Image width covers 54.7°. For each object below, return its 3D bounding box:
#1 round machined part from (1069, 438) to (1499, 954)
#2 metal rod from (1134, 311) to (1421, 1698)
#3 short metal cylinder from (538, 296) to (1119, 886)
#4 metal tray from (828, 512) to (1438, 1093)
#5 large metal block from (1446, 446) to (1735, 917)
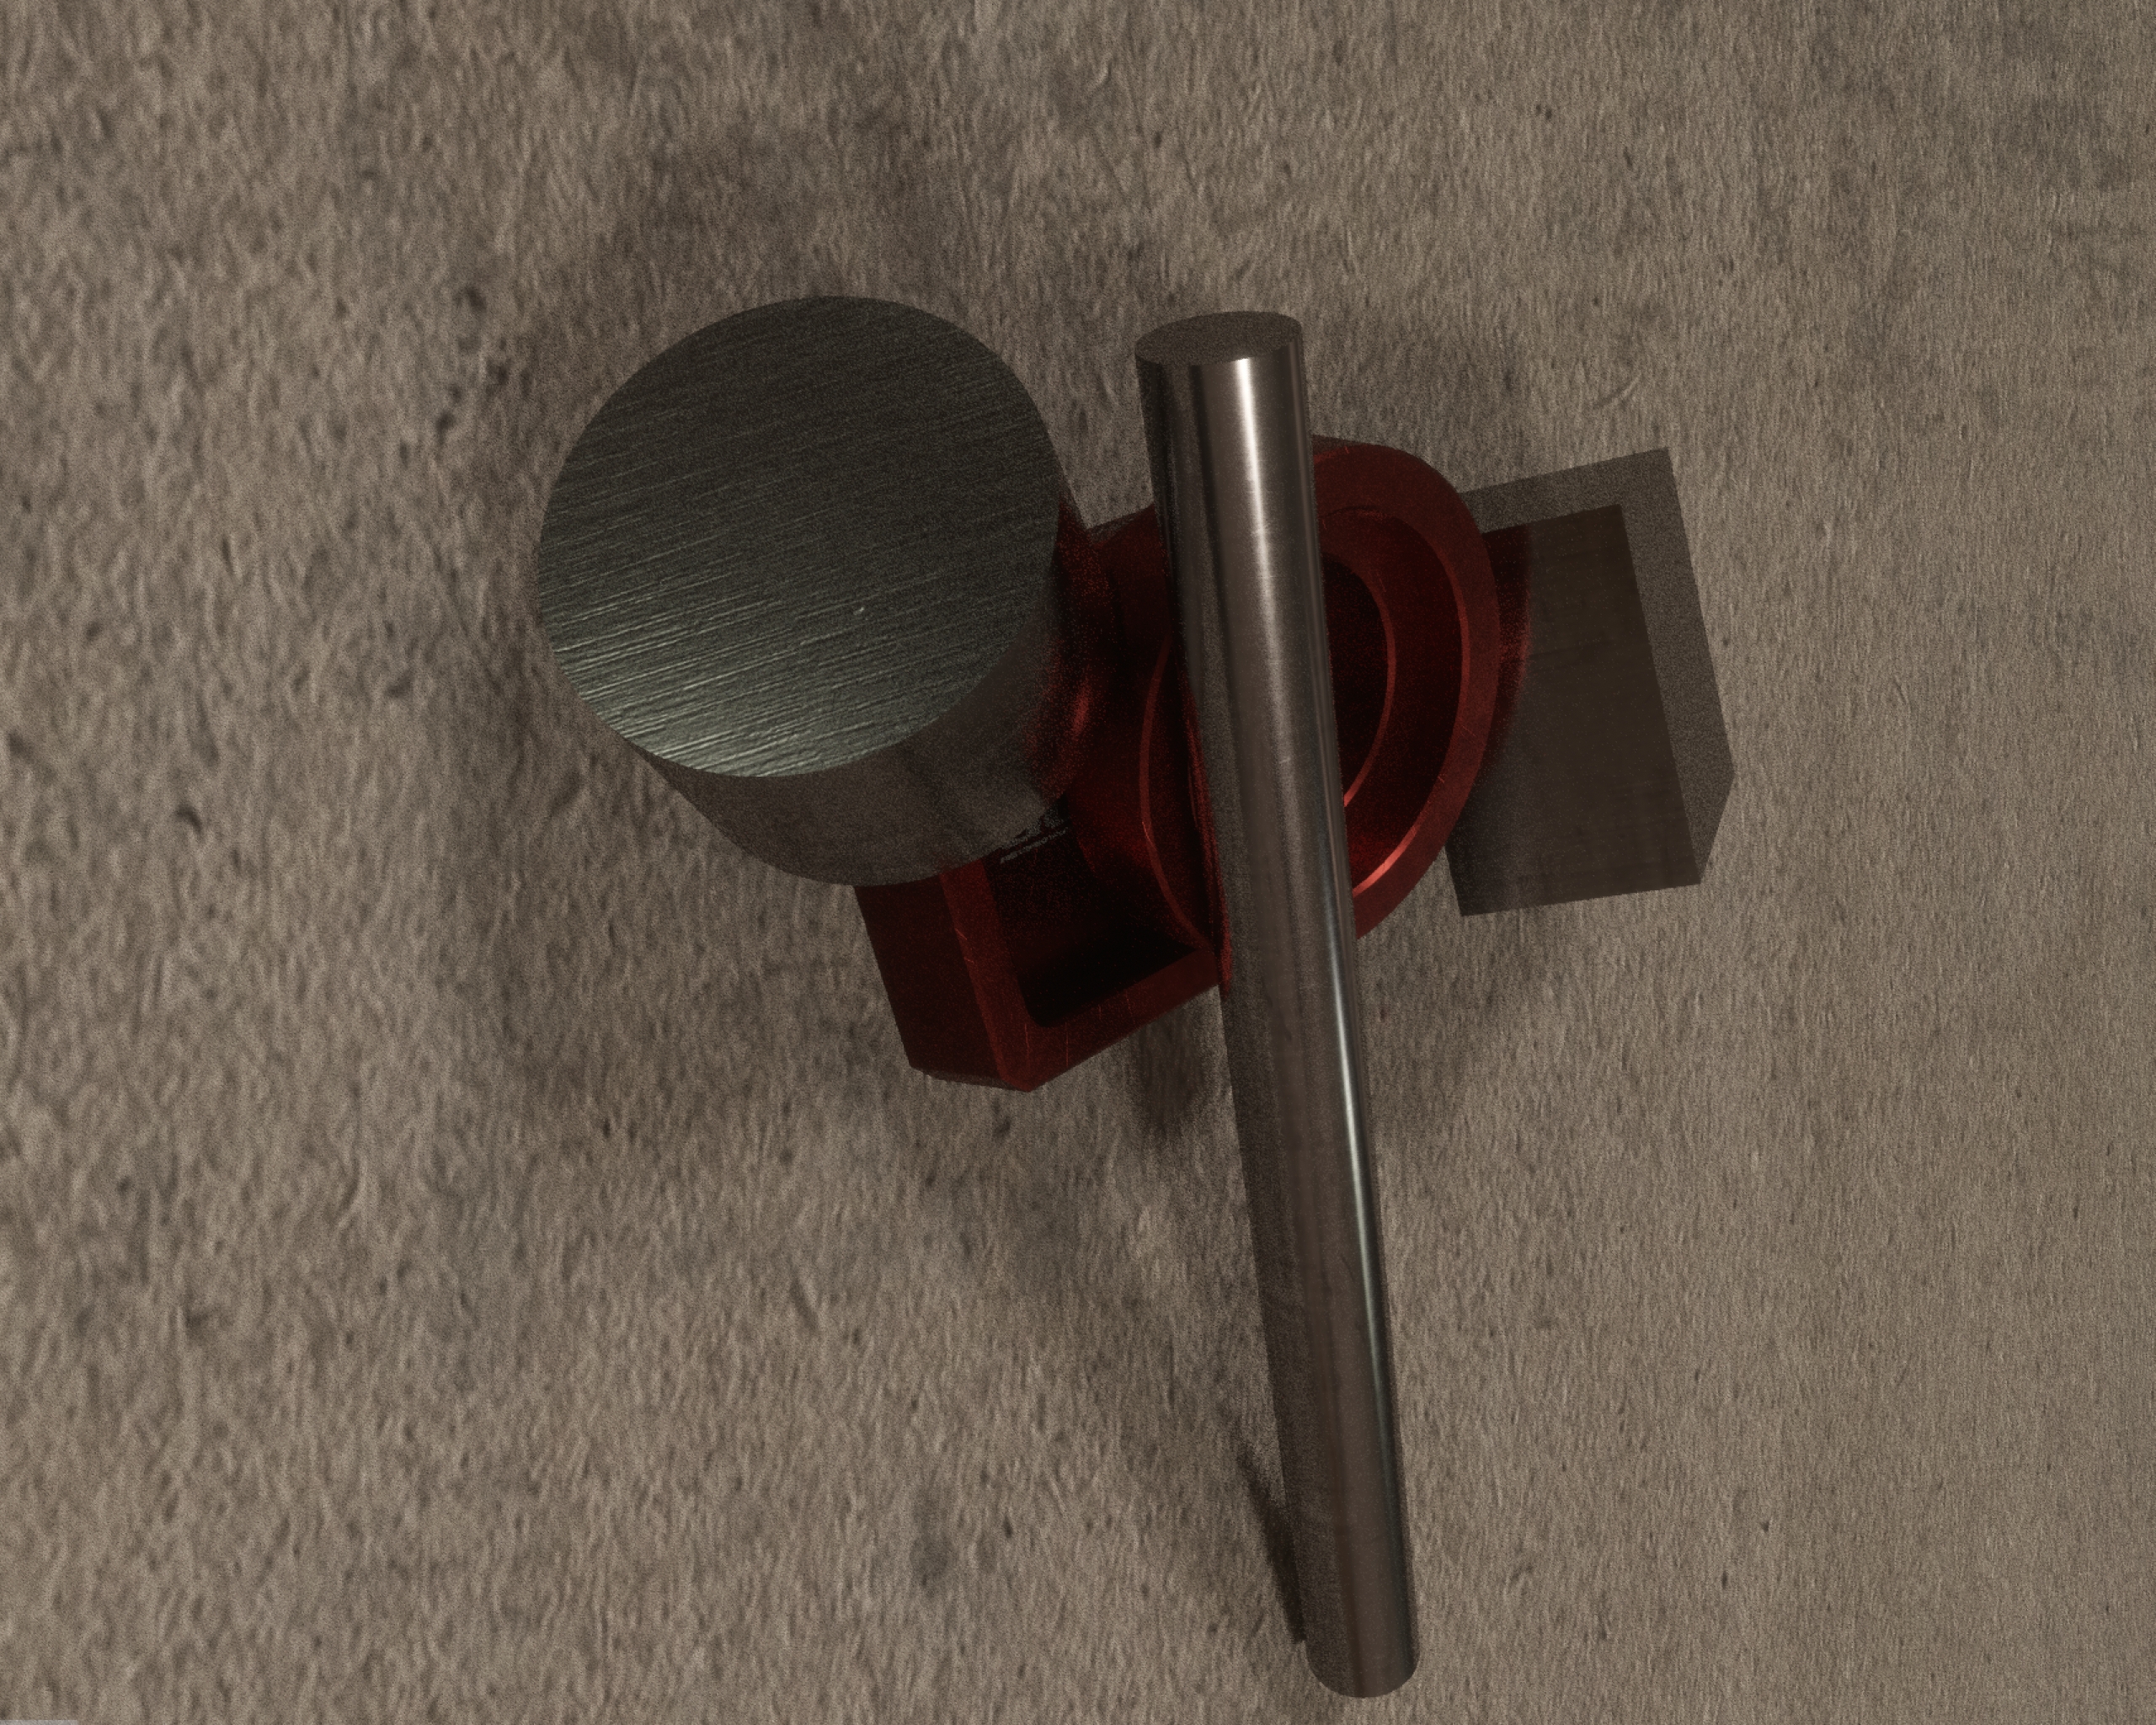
[{"bbox_3d":[0.033,-0.032,0.393,0.099,0.042,0.097,-19,118,-39],"label":"round machined part"},{"bbox_3d":[0.042,0.048,0.387,0.025,0.025,0.298,-34,128,-35],"label":"metal rod"},{"bbox_3d":[-0.037,-0.042,0.332,0.050,0.080,0.080,60,46,-68],"label":"short metal cylinder"},{"bbox_3d":[0.013,-0.021,0.416,0.131,0.030,0.089,-26,107,-37],"label":"metal tray"},{"bbox_3d":[0.109,-0.042,0.462,0.080,0.050,0.080,-41,118,-61],"label":"large metal block"}]
